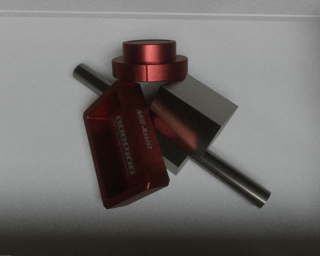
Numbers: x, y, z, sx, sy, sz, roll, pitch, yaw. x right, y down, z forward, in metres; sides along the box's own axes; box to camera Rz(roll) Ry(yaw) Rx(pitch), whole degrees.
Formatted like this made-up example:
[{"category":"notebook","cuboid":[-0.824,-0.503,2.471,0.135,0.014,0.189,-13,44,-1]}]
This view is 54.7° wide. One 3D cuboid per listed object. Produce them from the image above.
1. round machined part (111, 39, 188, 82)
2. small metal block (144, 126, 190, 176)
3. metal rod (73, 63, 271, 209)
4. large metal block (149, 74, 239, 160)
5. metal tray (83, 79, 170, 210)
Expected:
[{"category":"round machined part","cuboid":[-0.013,-0.091,0.400,0.099,0.098,0.042,-2,111,-1]},{"category":"small metal block","cuboid":[0.009,0.030,0.384,0.050,0.050,0.025,36,74,12]},{"category":"metal rod","cuboid":[0.007,0.004,0.407,0.300,0.025,0.025,35,74,11]},{"category":"large metal block","cuboid":[0.040,-0.018,0.381,0.080,0.050,0.080,35,31,12]},{"category":"metal tray","cuboid":[-0.045,0.020,0.367,0.030,0.090,0.130,2,63,-44]}]
